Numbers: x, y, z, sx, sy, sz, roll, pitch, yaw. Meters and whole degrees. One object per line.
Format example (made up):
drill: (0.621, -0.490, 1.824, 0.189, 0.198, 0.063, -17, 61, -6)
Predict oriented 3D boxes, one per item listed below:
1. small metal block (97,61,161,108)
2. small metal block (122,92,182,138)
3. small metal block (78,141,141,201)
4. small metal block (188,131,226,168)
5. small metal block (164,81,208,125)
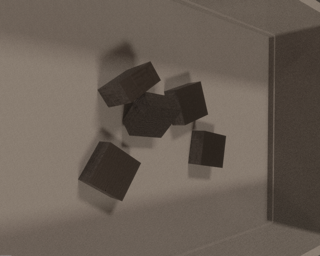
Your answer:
small metal block: (-0.036, -0.050, 0.361, 0.050, 0.050, 0.025, -42, 112, -32)
small metal block: (-0.010, -0.015, 0.382, 0.050, 0.050, 0.025, 6, 42, -40)
small metal block: (-0.057, 0.050, 0.360, 0.050, 0.025, 0.050, 40, 66, -33)
small metal block: (0.072, 0.032, 0.470, 0.050, 0.025, 0.050, 13, 82, -40)
small metal block: (0.038, -0.035, 0.441, 0.050, 0.025, 0.050, -24, 105, -38)
